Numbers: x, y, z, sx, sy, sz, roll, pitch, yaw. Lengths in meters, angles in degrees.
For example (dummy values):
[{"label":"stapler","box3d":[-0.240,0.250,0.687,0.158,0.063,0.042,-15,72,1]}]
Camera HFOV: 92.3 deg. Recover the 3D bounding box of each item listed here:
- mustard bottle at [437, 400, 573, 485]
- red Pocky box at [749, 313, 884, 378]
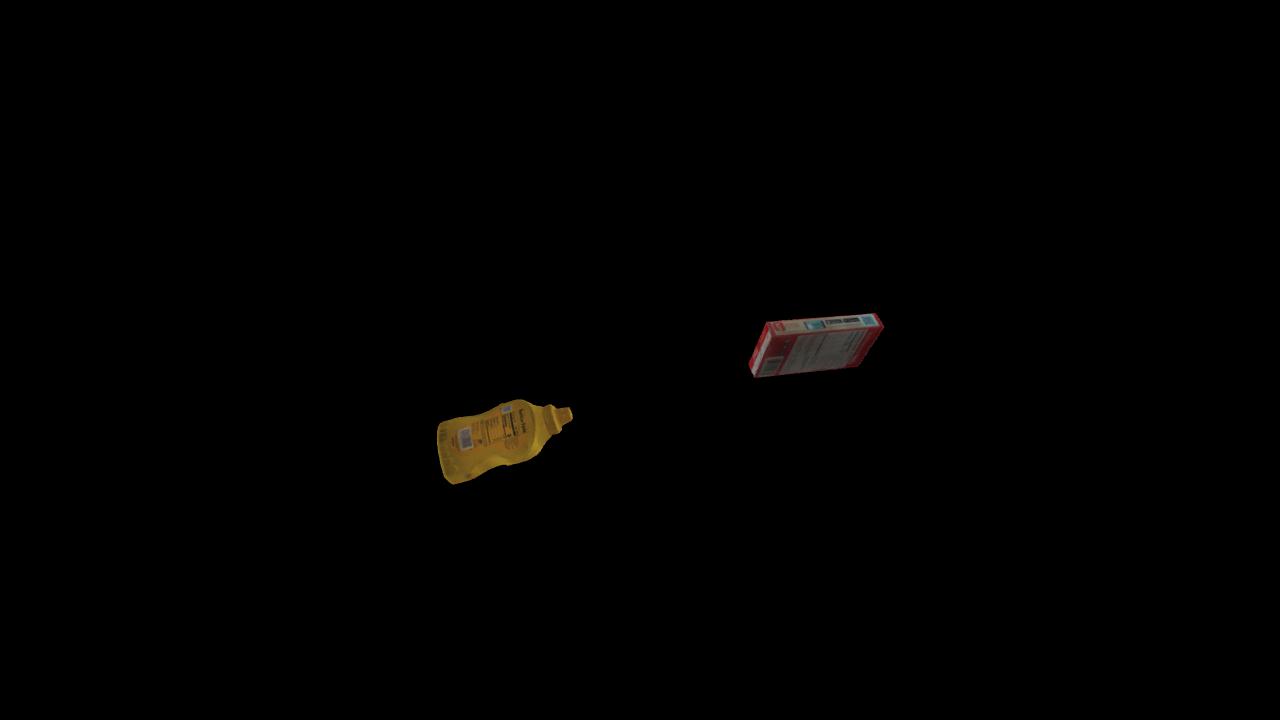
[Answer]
[{"label":"mustard bottle","box3d":[-0.180,0.101,0.841,0.184,0.092,0.054,-18,-37,-1]},{"label":"red Pocky box","box3d":[0.220,-0.018,0.775,0.155,0.028,0.083,-5,-39,-15]}]
